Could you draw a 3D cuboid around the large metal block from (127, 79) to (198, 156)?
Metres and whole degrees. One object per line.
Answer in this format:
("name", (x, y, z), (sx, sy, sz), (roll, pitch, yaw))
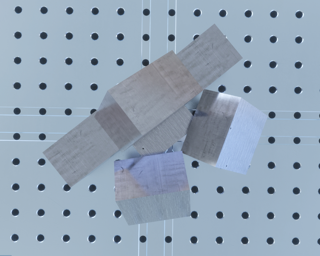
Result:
("large metal block", (-0.008, -0.011, 0.402), (0.080, 0.050, 0.080), (-39, 90, 0))

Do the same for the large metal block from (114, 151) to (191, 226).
("large metal block", (-0.007, 0.076, 0.379), (0.080, 0.080, 0.050), (-9, 54, 0))

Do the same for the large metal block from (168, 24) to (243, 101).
("large metal block", (0.046, -0.073, 0.386), (0.080, 0.080, 0.050), (-39, 91, 0))

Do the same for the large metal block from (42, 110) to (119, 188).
("large metal block", (-0.083, 0.022, 0.384), (0.080, 0.080, 0.050), (-38, 90, 0))

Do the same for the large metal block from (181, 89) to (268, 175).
("large metal block", (0.080, 0.007, 0.379), (0.050, 0.080, 0.080), (21, 90, 41))

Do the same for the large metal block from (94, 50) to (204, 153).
("large metal block", (-0.015, -0.025, 0.323), (0.080, 0.080, 0.050), (-37, 90, -25))
